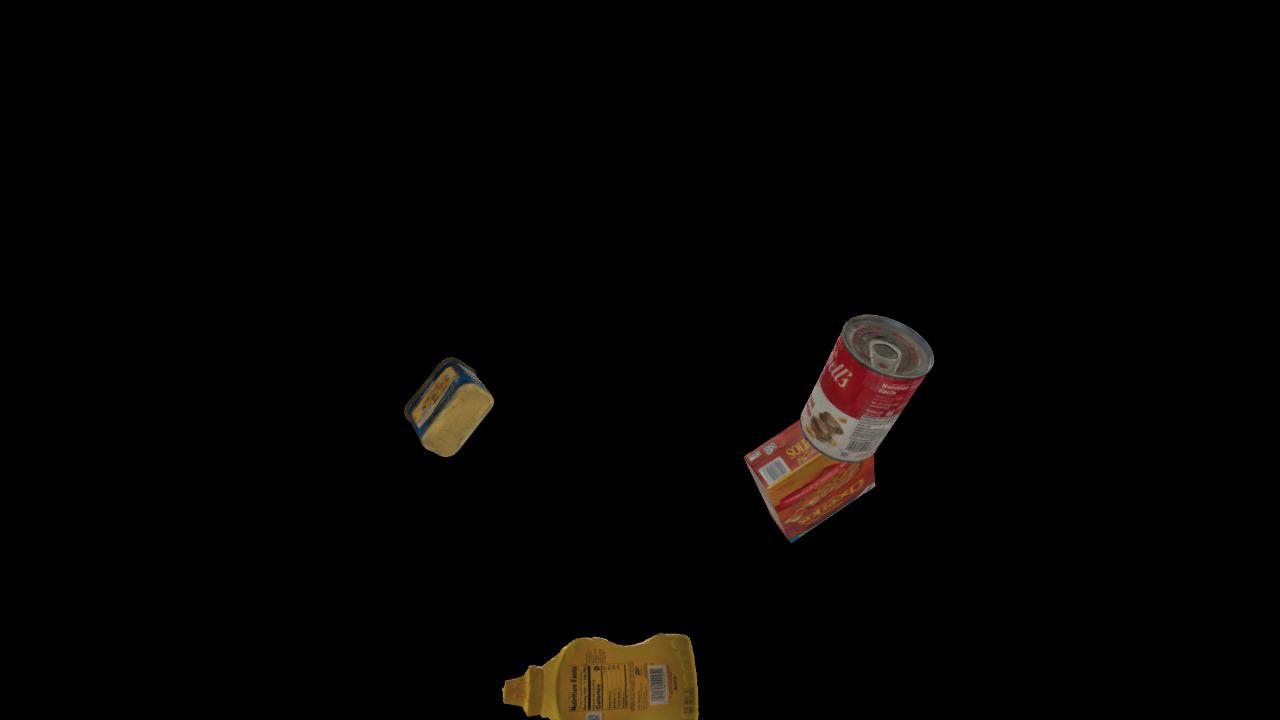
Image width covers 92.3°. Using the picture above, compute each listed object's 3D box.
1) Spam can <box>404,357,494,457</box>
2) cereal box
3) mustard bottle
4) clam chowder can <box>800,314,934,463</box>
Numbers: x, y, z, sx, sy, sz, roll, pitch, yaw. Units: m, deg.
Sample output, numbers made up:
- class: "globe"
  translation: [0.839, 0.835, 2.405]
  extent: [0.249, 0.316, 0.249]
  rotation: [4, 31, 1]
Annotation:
- class: "Spam can"
  translation: [-0.237, 0.058, 0.766]
  extent: [0.058, 0.101, 0.085]
  rotation: [39, -4, -37]
- class: "cereal box"
  translation: [0.310, 0.200, 1.083]
  extent: [0.203, 0.081, 0.306]
  rotation: [-33, -38, -1]
- class: "mustard bottle"
  translation: [-0.038, 0.314, 0.589]
  extent: [0.184, 0.092, 0.054]
  rotation: [4, -23, -13]
- class: "clam chowder can"
  translation: [0.172, 0.025, 0.480]
  extent: [0.068, 0.102, 0.068]
  rotation: [6, 43, -5]
